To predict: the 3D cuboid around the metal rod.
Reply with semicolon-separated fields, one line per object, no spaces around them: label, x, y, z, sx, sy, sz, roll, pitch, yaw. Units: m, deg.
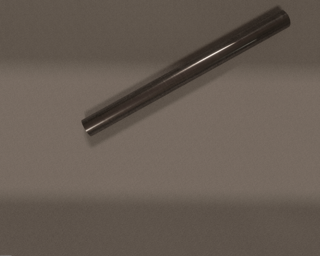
metal rod;0.034;-0.073;0.411;0.301;0.025;0.025;-29;90;-1
